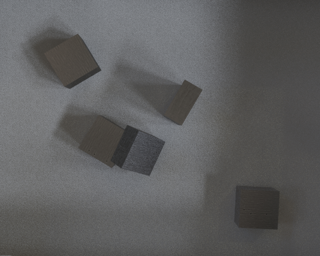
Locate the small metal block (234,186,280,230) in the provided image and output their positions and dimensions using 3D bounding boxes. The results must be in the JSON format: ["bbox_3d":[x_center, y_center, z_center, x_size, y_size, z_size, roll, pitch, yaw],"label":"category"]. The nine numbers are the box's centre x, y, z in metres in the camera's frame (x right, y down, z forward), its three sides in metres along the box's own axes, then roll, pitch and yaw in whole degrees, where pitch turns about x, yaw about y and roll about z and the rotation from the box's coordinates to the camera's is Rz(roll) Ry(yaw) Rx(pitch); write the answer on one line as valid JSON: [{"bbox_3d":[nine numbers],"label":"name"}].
[{"bbox_3d":[0.129,0.106,0.413,0.050,0.025,0.050,3,90,-1],"label":"small metal block"}]

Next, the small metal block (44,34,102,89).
[{"bbox_3d":[-0.114,-0.087,0.410,0.050,0.025,0.050,-31,90,-1],"label":"small metal block"}]

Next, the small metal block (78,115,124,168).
[{"bbox_3d":[-0.071,0.017,0.411,0.050,0.025,0.050,31,90,-1],"label":"small metal block"}]

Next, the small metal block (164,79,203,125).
[{"bbox_3d":[0.028,-0.031,0.399,0.025,0.050,0.050,30,90,0],"label":"small metal block"}]

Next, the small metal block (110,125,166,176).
[{"bbox_3d":[-0.027,0.030,0.397,0.050,0.025,0.050,25,90,-45],"label":"small metal block"}]
